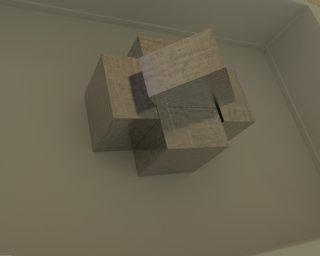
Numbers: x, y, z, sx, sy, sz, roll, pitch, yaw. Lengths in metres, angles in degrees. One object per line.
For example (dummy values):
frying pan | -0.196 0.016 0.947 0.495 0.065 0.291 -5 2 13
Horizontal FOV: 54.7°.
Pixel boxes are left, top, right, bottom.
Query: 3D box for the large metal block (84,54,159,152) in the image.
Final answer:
large metal block | -0.048 -0.026 0.359 0.050 0.080 0.080 0 62 -28

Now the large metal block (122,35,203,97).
large metal block | -0.002 -0.071 0.411 0.081 0.080 0.050 0 62 -28

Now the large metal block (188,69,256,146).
large metal block | 0.071 -0.024 0.419 0.050 0.080 0.080 0 62 -29

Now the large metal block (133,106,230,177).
large metal block | 0.021 0.017 0.369 0.081 0.080 0.050 0 62 -28

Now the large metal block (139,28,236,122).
large metal block | 0.033 -0.053 0.346 0.080 0.080 0.050 45 27 -62
